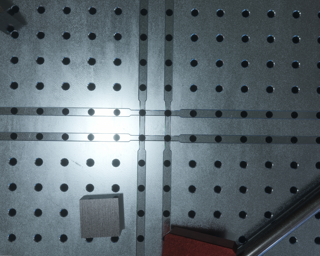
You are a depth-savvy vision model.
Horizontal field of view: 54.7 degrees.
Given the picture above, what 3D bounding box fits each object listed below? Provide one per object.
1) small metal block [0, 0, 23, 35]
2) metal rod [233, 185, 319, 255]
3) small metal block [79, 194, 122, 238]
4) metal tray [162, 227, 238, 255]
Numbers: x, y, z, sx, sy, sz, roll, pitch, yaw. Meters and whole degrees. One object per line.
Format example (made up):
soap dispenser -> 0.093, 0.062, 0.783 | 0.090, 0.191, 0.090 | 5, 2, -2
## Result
small metal block -> -0.213, -0.155, 0.398 | 0.025, 0.050, 0.050 | -37, 90, 0
metal rod -> 0.163, 0.134, 0.415 | 0.301, 0.025, 0.025 | -37, 90, -1
small metal block -> -0.078, 0.116, 0.412 | 0.050, 0.025, 0.050 | -3, 90, -1
metal tray -> 0.045, 0.204, 0.398 | 0.090, 0.030, 0.129 | 8, 90, 18
